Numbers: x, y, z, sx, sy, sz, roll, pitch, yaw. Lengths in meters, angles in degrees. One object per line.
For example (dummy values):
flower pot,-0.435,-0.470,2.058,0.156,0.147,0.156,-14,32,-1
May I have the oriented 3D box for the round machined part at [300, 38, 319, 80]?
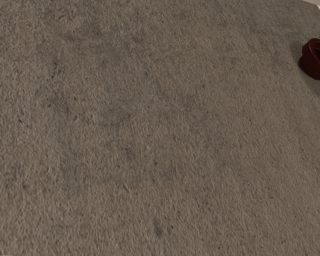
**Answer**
round machined part,0.344,-0.143,0.670,0.099,0.042,0.098,14,56,-21
